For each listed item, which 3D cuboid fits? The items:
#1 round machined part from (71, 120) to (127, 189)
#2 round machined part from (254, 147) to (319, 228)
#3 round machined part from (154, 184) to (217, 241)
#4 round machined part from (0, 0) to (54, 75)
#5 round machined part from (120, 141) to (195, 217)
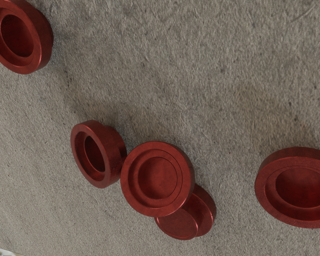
[{"bbox_3d":[-0.085,0.034,0.448,0.098,0.042,0.097,23,124,39],"label":"round machined part"},{"bbox_3d":[0.161,0.062,0.349,0.098,0.042,0.097,13,124,21],"label":"round machined part"},{"bbox_3d":[0.030,0.126,0.458,0.098,0.042,0.097,13,124,21],"label":"round machined part"},{"bbox_3d":[-0.184,-0.125,0.416,0.098,0.042,0.097,13,124,21],"label":"round machined part"},{"bbox_3d":[0.000,0.067,0.418,0.098,0.042,0.097,-2,83,20],"label":"round machined part"}]
